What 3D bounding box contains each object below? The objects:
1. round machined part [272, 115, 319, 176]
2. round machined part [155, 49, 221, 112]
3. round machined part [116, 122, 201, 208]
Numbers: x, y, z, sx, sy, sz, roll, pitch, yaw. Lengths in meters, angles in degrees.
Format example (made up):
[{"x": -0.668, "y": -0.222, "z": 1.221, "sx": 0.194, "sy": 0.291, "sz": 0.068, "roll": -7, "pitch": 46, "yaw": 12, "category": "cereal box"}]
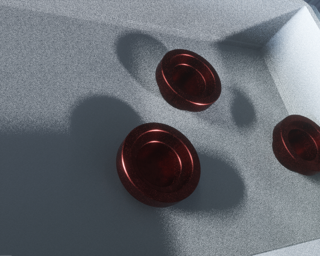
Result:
[{"x": 0.221, "y": 0.030, "z": 0.495, "sx": 0.099, "sy": 0.042, "sz": 0.098, "roll": 11, "pitch": 58, "yaw": -17, "category": "round machined part"}, {"x": 0.038, "y": -0.065, "z": 0.456, "sx": 0.099, "sy": 0.042, "sz": 0.098, "roll": 14, "pitch": 56, "yaw": -21, "category": "round machined part"}, {"x": -0.005, "y": 0.046, "z": 0.366, "sx": 0.099, "sy": 0.042, "sz": 0.098, "roll": 14, "pitch": 56, "yaw": -21, "category": "round machined part"}]
